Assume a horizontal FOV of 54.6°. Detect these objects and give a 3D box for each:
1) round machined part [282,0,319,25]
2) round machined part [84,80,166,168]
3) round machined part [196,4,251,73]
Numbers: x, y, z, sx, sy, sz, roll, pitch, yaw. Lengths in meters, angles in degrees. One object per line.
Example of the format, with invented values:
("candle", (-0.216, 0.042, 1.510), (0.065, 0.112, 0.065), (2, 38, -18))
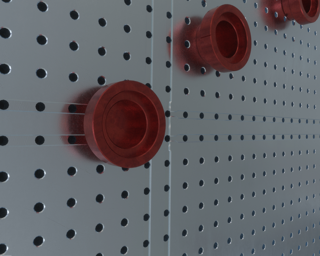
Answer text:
("round machined part", (0.286, -0.261, 0.635), (0.099, 0.042, 0.097), (0, 90, -40))
("round machined part", (-0.044, -0.004, 0.361), (0.099, 0.042, 0.097), (0, 90, -40))
("round machined part", (0.094, -0.134, 0.475), (0.099, 0.042, 0.097), (0, 90, -40))
